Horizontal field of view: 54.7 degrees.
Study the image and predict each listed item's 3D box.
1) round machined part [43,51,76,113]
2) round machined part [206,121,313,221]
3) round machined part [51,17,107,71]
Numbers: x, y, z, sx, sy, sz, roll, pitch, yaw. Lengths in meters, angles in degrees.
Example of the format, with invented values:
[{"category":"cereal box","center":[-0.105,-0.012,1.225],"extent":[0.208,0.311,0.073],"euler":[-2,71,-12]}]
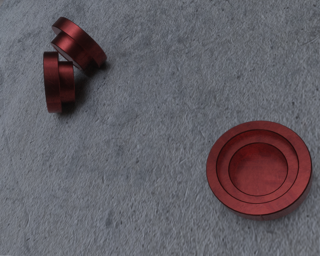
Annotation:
[{"category":"round machined part","center":[-0.160,-0.073,0.499],"extent":[0.042,0.097,0.098],"euler":[-4,52,-16]},{"category":"round machined part","center":[0.100,0.045,0.313],"extent":[0.098,0.042,0.098],"euler":[-13,56,21]},{"category":"round machined part","center":[-0.139,-0.131,0.511],"extent":[0.098,0.098,0.042],"euler":[32,80,38]}]
